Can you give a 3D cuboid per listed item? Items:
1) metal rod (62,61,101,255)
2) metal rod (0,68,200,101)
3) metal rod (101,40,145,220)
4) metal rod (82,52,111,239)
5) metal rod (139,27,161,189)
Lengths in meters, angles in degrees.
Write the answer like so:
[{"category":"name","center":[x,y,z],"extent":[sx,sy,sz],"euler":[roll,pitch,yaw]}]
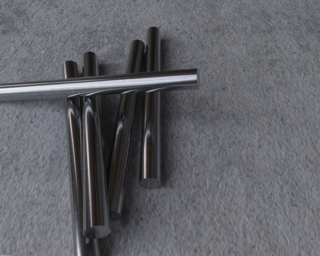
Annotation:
[{"category":"metal rod","center":[-0.104,0.017,0.387],"extent":[0.025,0.025,0.300],"euler":[-10,51,-9]},{"category":"metal rod","center":[-0.100,-0.054,0.402],"extent":[0.301,0.025,0.025],"euler":[-2,49,16]},{"category":"metal rod","center":[-0.045,-0.023,0.421],"extent":[0.025,0.025,0.300],"euler":[3,50,2]},{"category":"metal rod","center":[-0.085,-0.007,0.391],"extent":[0.025,0.025,0.300],"euler":[-8,45,-7]},{"category":"metal rod","center":[-0.011,-0.052,0.446],"extent":[0.025,0.025,0.300],"euler":[0,50,0]}]
